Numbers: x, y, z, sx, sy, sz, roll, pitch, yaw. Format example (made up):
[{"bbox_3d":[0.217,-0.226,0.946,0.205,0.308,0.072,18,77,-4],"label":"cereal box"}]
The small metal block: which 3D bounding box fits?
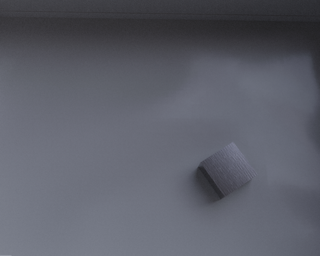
[{"bbox_3d":[0.085,0.054,0.391,0.050,0.025,0.050,-31,73,-11],"label":"small metal block"}]
